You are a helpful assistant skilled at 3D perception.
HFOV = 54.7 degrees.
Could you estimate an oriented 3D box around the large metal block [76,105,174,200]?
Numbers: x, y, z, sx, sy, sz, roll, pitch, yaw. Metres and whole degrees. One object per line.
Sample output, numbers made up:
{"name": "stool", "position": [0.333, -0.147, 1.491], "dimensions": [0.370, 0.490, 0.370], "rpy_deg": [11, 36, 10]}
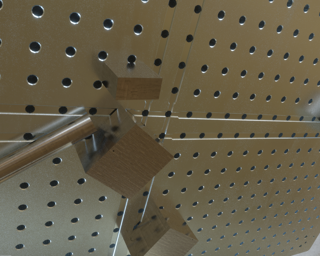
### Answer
{"name": "large metal block", "position": [-0.043, 0.032, 0.393], "dimensions": [0.080, 0.050, 0.080], "rpy_deg": [-45, 130, 2]}

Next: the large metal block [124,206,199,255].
{"name": "large metal block", "position": [0.003, 0.187, 0.514], "dimensions": [0.080, 0.050, 0.080], "rpy_deg": [-47, 130, 5]}

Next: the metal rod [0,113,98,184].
{"name": "metal rod", "position": [-0.209, 0.065, 0.337], "dimensions": [0.302, 0.025, 0.025], "rpy_deg": [-29, 129, -10]}

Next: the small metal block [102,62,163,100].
{"name": "small metal block", "position": [-0.032, -0.053, 0.346], "dimensions": [0.050, 0.050, 0.025], "rpy_deg": [-4, 120, -27]}
